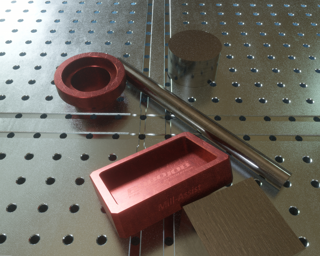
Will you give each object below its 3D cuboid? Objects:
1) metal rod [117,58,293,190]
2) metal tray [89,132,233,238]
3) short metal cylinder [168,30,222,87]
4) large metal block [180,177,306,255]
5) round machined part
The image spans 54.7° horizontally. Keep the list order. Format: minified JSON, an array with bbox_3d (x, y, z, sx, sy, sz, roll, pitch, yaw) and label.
[{"bbox_3d":[0.038,-0.019,0.423,0.300,0.025,0.025,37,59,26],"label":"metal rod"},{"bbox_3d":[0.000,0.053,0.334,0.131,0.030,0.090,-23,26,-19],"label":"metal tray"},{"bbox_3d":[0.052,-0.109,0.484,0.081,0.050,0.080,0,50,0],"label":"short metal cylinder"},{"bbox_3d":[0.075,0.106,0.303,0.081,0.050,0.080,-19,53,-16],"label":"large metal block"},{"bbox_3d":[-0.098,-0.063,0.449,0.099,0.042,0.098,0,50,0],"label":"round machined part"}]
